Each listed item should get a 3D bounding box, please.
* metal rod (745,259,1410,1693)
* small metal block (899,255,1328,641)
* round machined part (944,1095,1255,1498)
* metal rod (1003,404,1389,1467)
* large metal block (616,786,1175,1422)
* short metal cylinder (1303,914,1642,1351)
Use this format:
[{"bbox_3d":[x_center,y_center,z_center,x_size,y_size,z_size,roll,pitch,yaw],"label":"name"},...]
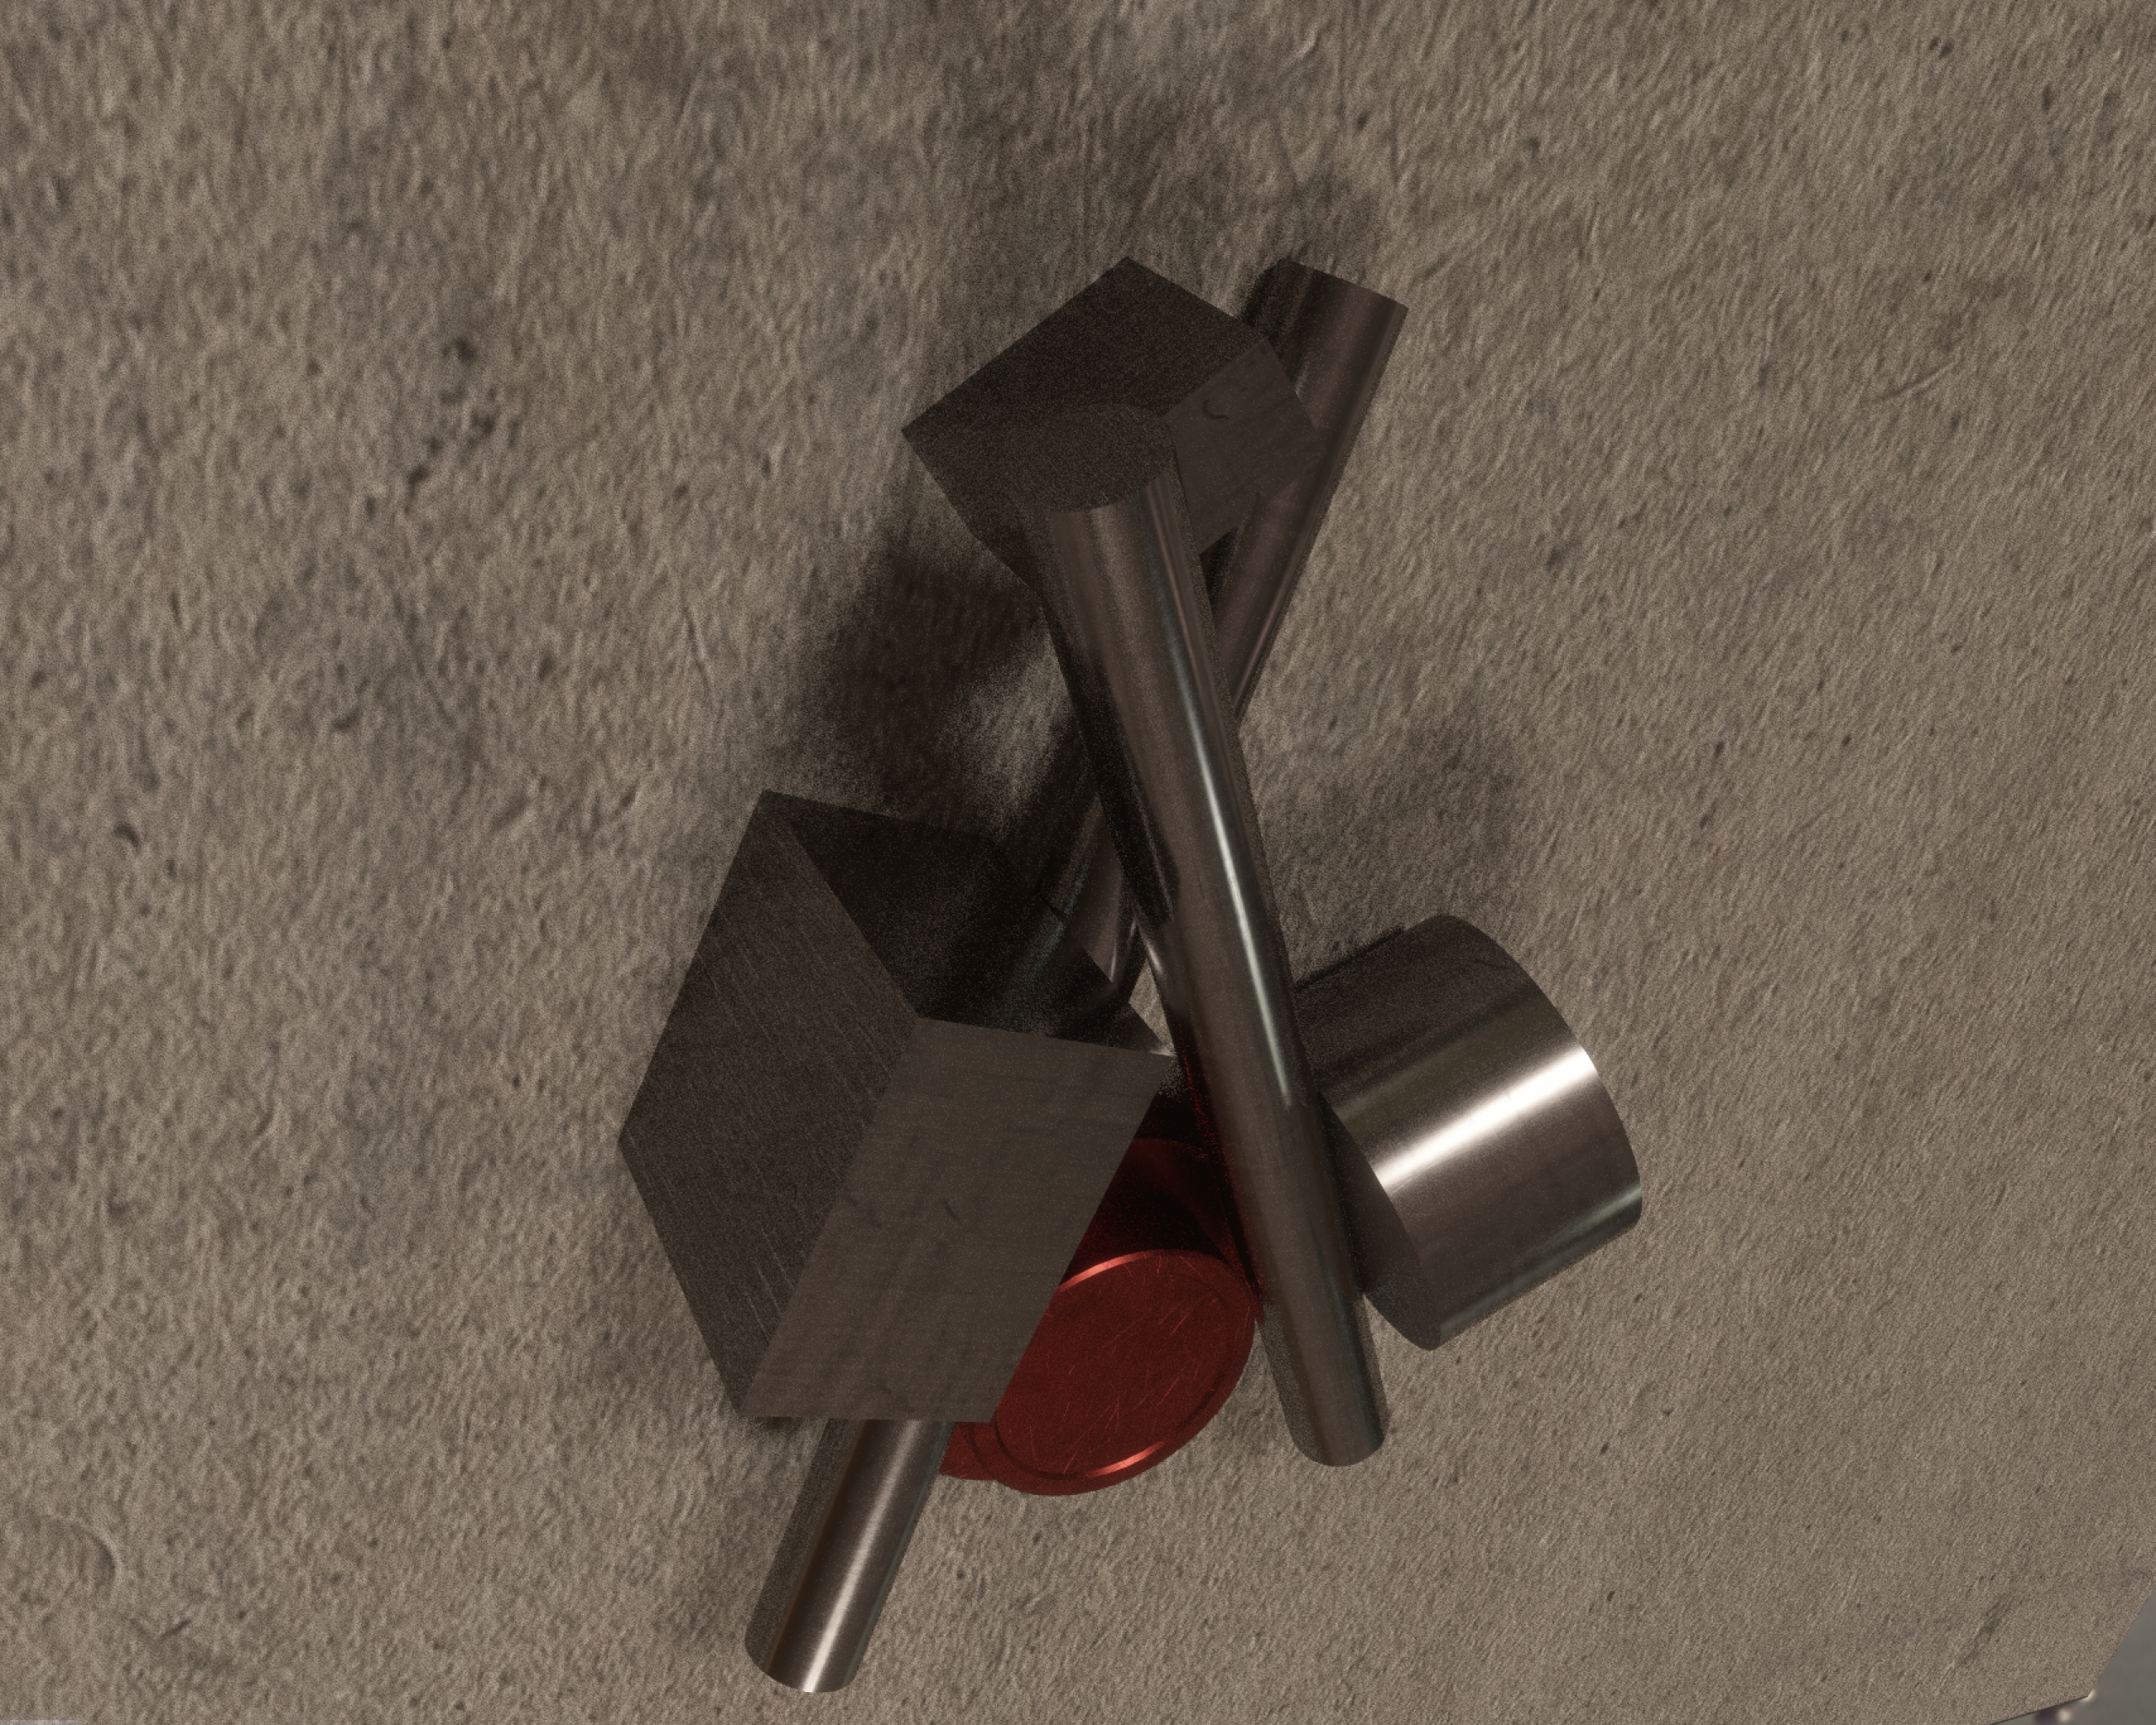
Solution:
[{"bbox_3d":[-0.005,0.032,0.407,0.025,0.025,0.298,12,106,-34],"label":"metal rod"},{"bbox_3d":[0.005,-0.071,0.352,0.050,0.050,0.025,-38,130,-3],"label":"small metal block"},{"bbox_3d":[0.000,0.101,0.462,0.099,0.042,0.097,-14,125,-21],"label":"round machined part"},{"bbox_3d":[0.033,0.040,0.408,0.025,0.025,0.299,-29,137,-10],"label":"metal rod"},{"bbox_3d":[-0.037,0.044,0.381,0.050,0.080,0.079,12,112,-34],"label":"large metal block"},{"bbox_3d":[0.077,0.058,0.453,0.050,0.080,0.080,-29,129,-11],"label":"short metal cylinder"}]
